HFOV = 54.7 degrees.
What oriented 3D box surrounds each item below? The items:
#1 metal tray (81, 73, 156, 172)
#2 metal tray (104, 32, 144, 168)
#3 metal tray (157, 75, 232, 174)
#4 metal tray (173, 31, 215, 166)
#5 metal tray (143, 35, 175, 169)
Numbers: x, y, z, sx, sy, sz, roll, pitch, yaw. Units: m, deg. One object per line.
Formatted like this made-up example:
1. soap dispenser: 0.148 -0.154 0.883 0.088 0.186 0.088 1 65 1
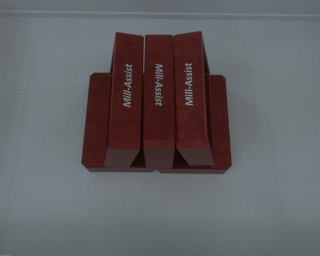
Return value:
1. metal tray: -0.049 -0.009 0.407 0.091 0.030 0.130 1 70 0
2. metal tray: -0.042 -0.028 0.348 0.030 0.090 0.130 5 70 -12
3. metal tray: 0.042 -0.007 0.408 0.091 0.030 0.130 1 70 0
4. metal tray: 0.040 -0.029 0.350 0.030 0.090 0.130 -5 70 14
5. metal tray: -0.001 -0.027 0.350 0.030 0.090 0.130 0 68 0
